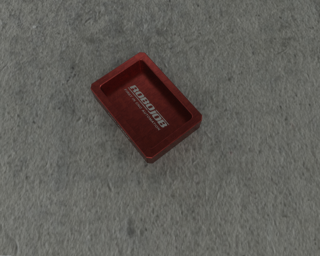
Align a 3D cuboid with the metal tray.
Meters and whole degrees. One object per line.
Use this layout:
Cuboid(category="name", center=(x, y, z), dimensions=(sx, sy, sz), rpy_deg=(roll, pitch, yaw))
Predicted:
Cuboid(category="metal tray", center=(-0.019, -0.029, 0.416), dimensions=(0.090, 0.030, 0.130), rpy_deg=(-37, 74, -13))
